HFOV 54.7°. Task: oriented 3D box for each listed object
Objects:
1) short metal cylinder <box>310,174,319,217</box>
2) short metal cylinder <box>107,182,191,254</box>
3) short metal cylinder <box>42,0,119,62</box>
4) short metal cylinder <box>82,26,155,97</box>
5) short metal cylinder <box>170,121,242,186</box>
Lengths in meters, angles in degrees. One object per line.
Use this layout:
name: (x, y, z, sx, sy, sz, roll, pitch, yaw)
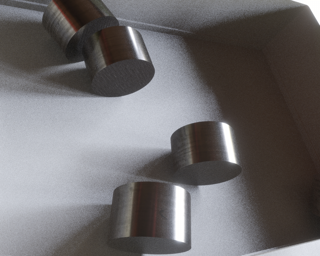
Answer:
short metal cylinder: (0.260, 0.099, 0.440, 0.081, 0.080, 0.050, 2, 94, -27)
short metal cylinder: (-0.009, 0.092, 0.309, 0.081, 0.080, 0.050, 16, 56, -20)
short metal cylinder: (-0.100, -0.131, 0.396, 0.081, 0.080, 0.050, -32, 80, -38)
short metal cylinder: (-0.052, -0.082, 0.392, 0.081, 0.080, 0.050, -6, 65, -31)
short metal cylinder: (0.055, 0.033, 0.379, 0.081, 0.080, 0.050, 10, 58, -23)
